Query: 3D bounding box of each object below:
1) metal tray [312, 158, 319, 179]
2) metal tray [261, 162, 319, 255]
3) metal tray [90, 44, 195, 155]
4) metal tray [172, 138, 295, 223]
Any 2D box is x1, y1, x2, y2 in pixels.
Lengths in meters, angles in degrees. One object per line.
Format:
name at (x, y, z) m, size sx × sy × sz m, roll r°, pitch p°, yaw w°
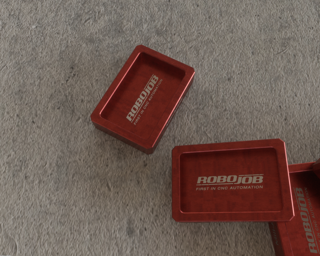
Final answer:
metal tray at (0.254, 0.043, 0.369) m, size 0.131 × 0.030 × 0.090 m, roll -34°, pitch 81°, yaw -25°
metal tray at (0.177, 0.108, 0.366) m, size 0.091 × 0.030 × 0.130 m, roll -6°, pitch 70°, yaw -3°
metal tray at (-0.021, -0.041, 0.419) m, size 0.090 × 0.030 × 0.130 m, roll 27°, pitch 72°, yaw 9°
metal tray at (0.081, 0.063, 0.363) m, size 0.130 × 0.030 × 0.090 m, roll -5°, pitch 69°, yaw 16°
